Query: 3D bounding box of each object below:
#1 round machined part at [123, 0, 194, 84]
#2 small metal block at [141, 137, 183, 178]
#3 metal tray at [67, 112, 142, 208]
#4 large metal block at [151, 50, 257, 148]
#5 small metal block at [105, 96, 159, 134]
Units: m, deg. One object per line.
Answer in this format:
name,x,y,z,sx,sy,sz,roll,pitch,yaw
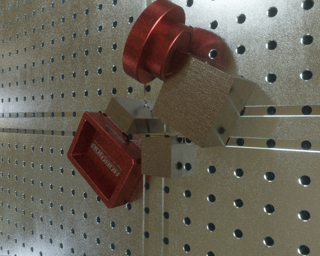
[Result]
round machined part,0.003,-0.094,0.362,0.042,0.098,0.097,33,111,15
small metal block,0.002,0.037,0.406,0.050,0.025,0.050,0,90,39
metal tray,-0.085,0.046,0.473,0.130,0.030,0.089,41,114,32
large metal block,0.047,-0.033,0.353,0.080,0.050,0.079,35,112,34
small metal block,-0.037,-0.017,0.422,0.050,0.050,0.025,44,116,31
